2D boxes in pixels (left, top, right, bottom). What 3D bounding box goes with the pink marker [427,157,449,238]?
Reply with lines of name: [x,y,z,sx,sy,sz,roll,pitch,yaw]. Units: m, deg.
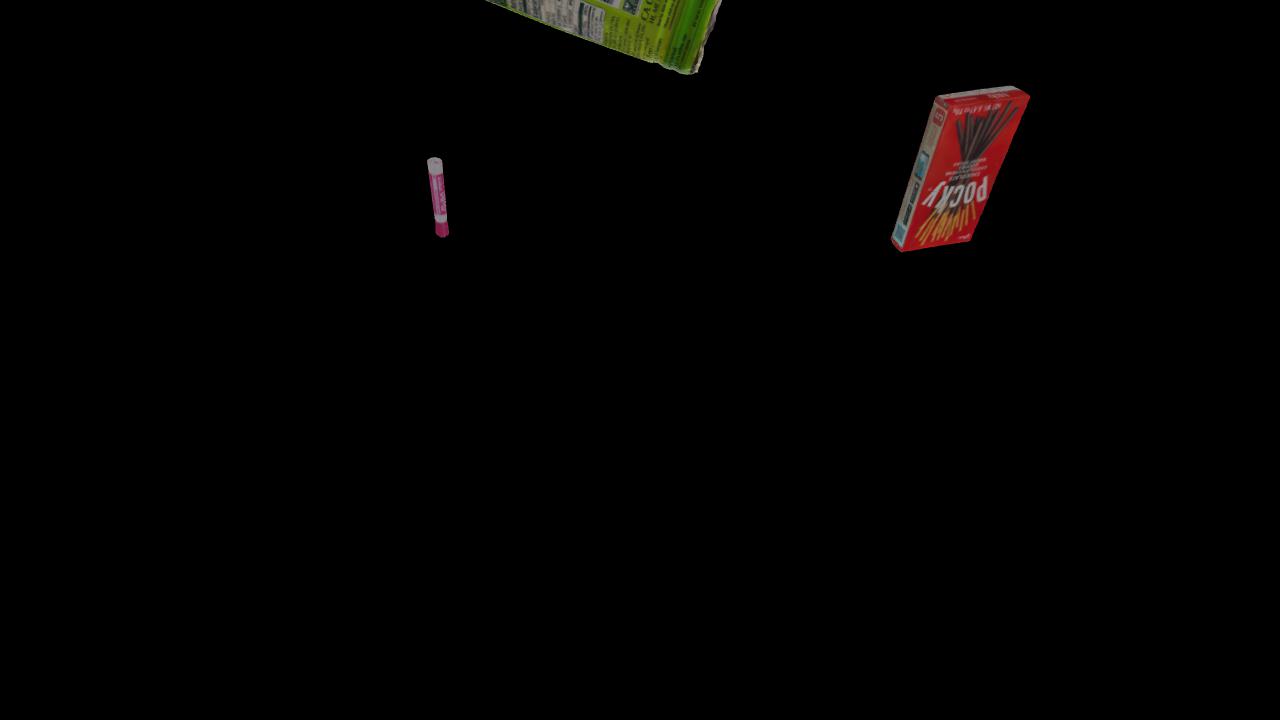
pink marker: [-0.275,-0.219,0.843,0.020,0.020,0.121,0,-41,-11]

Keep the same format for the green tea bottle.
green tea bottle: [-0.053,-0.243,0.372,0.212,0.073,0.073,18,-2,-7]

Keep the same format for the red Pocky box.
red Pocky box: [0.304,-0.178,0.593,0.083,0.155,0.028,-12,46,-9]
